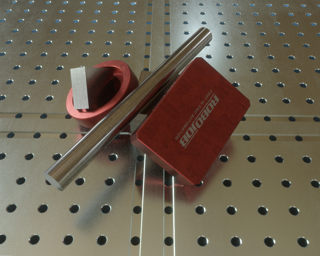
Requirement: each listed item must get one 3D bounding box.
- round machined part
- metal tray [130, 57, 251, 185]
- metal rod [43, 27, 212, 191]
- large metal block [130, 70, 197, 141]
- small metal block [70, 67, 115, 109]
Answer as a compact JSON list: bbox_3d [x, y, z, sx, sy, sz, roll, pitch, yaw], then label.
[{"bbox_3d":[-0.071,-0.040,0.412,0.098,0.042,0.098,-15,50,20],"label":"round machined part"},{"bbox_3d":[0.039,-0.009,0.369,0.090,0.030,0.130,40,70,-8],"label":"metal tray"},{"bbox_3d":[-0.018,-0.043,0.378,0.025,0.025,0.301,28,55,21],"label":"metal rod"},{"bbox_3d":[0.008,-0.028,0.415,0.080,0.050,0.080,7,50,5],"label":"large metal block"},{"bbox_3d":[-0.084,-0.051,0.397,0.025,0.050,0.050,-1,6,33],"label":"small metal block"}]
